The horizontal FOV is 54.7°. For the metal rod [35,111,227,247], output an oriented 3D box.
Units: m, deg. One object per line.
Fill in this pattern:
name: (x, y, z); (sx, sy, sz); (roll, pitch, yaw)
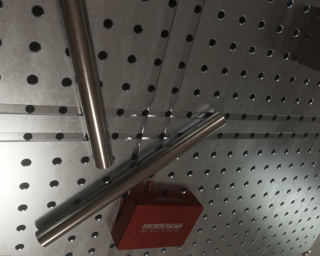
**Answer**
metal rod: (-0.035, 0.068, 0.435); (0.301, 0.025, 0.025); (-33, 129, -7)

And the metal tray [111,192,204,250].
metal tray: (-0.002, 0.151, 0.502); (0.131, 0.030, 0.089); (11, 113, -34)

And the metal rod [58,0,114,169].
metal rod: (-0.080, -0.079, 0.318); (0.025, 0.025, 0.298); (-17, 126, -19)

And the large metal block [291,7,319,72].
large metal block: (0.250, -0.119, 0.442); (0.050, 0.080, 0.079); (4, 117, -31)
